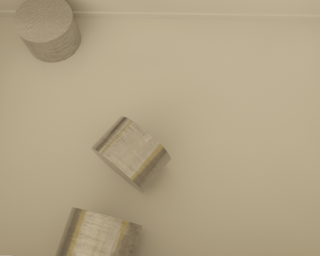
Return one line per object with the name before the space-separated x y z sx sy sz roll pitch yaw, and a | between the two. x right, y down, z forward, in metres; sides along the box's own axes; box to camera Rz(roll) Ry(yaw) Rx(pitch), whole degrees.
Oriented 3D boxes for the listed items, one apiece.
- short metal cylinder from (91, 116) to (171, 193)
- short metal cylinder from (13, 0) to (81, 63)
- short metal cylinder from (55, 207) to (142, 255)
short metal cylinder | -0.034 0.032 0.368 0.080 0.080 0.050 38 74 12
short metal cylinder | -0.160 -0.142 0.447 0.081 0.050 0.080 0 70 0
short metal cylinder | -0.065 0.121 0.336 0.080 0.080 0.050 13 71 5
